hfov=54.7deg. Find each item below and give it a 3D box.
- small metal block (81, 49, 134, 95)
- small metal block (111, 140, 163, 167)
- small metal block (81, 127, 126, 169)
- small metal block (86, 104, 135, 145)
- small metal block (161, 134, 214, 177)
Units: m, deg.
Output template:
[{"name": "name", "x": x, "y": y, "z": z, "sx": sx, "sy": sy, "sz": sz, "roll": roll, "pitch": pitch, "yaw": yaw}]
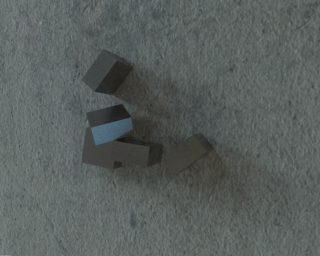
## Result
[{"name": "small metal block", "x": -0.070, "y": -0.074, "z": 0.419, "sx": 0.025, "sy": 0.050, "sz": 0.050, "roll": 42, "pitch": 103, "yaw": 15}, {"name": "small metal block", "x": -0.029, "y": 0.031, "z": 0.405, "sx": 0.050, "sy": 0.050, "sz": 0.025, "roll": 8, "pitch": 93, "yaw": 19}, {"name": "small metal block", "x": -0.079, "y": 0.027, "z": 0.436, "sx": 0.050, "sy": 0.025, "sz": 0.050, "roll": 9, "pitch": 93, "yaw": 19}, {"name": "small metal block", "x": -0.066, "y": -0.006, "z": 0.405, "sx": 0.050, "sy": 0.050, "sz": 0.025, "roll": -15, "pitch": 118, "yaw": -13}, {"name": "small metal block", "x": 0.035, "y": 0.032, "z": 0.383, "sx": 0.050, "sy": 0.050, "sz": 0.025, "roll": -39, "pitch": 78, "yaw": 15}]
